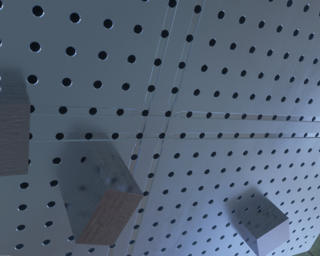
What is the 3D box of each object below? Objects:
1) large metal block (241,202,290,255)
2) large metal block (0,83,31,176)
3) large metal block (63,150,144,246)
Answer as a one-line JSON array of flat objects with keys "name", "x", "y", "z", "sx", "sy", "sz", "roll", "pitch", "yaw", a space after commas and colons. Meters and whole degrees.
[{"name": "large metal block", "x": 0.224, "y": 0.217, "z": 0.655, "sx": 0.080, "sy": 0.050, "sz": 0.080, "roll": -28, "pitch": 128, "yaw": -11}, {"name": "large metal block", "x": -0.173, "y": 0.002, "z": 0.302, "sx": 0.081, "sy": 0.050, "sz": 0.079, "roll": -1, "pitch": 119, "yaw": -28}, {"name": "large metal block", "x": -0.075, "y": 0.087, "z": 0.390, "sx": 0.050, "sy": 0.080, "sz": 0.080, "roll": 20, "pitch": 108, "yaw": -36}]
